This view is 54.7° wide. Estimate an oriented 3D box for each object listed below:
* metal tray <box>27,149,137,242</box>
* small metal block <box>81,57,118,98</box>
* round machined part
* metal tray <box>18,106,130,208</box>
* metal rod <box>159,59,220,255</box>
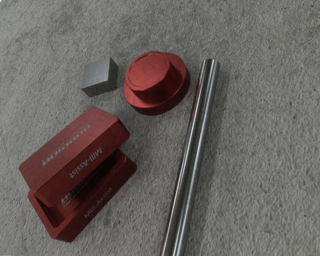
[{"bbox_3d":[-0.104,0.071,0.409,0.130,0.030,0.090,-48,52,-6],"label":"metal tray"},{"bbox_3d":[-0.098,-0.083,0.504,0.050,0.025,0.050,-14,56,20],"label":"small metal block"},{"bbox_3d":[-0.010,-0.070,0.440,0.098,0.042,0.098,-13,56,20],"label":"round machined part"},{"bbox_3d":[-0.113,0.030,0.403,0.130,0.030,0.090,-43,34,-17],"label":"metal tray"},{"bbox_3d":[0.034,0.046,0.356,0.025,0.025,0.300,1,62,28],"label":"metal rod"}]
